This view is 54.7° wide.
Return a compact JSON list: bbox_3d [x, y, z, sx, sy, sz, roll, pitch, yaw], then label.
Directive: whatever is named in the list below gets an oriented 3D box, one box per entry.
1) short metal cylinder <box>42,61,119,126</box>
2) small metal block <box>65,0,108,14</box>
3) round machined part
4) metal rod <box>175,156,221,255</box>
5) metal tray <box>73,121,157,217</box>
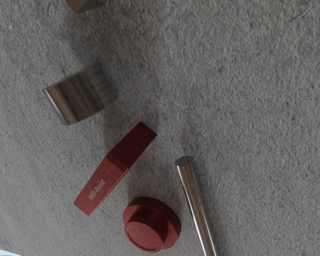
[{"bbox_3d":[-0.100,-0.044,0.395,0.080,0.080,0.050,-14,111,33],"label":"short metal cylinder"},{"bbox_3d":[-0.086,-0.157,0.337,0.025,0.050,0.050,-31,102,38],"label":"small metal block"},{"bbox_3d":[-0.019,0.163,0.505,0.098,0.042,0.097,13,124,20],"label":"round machined part"},{"bbox_3d":[0.074,0.175,0.474,0.025,0.025,0.298,-4,117,29],"label":"metal rod"},{"bbox_3d":[-0.063,0.058,0.431,0.030,0.090,0.129,40,129,1],"label":"metal tray"}]
